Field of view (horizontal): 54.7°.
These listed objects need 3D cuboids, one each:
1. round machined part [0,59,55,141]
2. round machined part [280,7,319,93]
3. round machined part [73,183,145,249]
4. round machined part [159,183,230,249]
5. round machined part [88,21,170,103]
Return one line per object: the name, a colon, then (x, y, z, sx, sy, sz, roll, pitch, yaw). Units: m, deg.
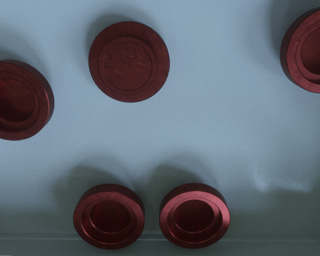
round machined part: (-0.181, -0.037, 0.387, 0.099, 0.042, 0.097, 0, 110, 0)
round machined part: (0.192, -0.093, 0.369, 0.099, 0.042, 0.097, 0, 110, 0)
round machined part: (-0.070, 0.122, 0.446, 0.099, 0.042, 0.097, 0, 110, 0)
round machined part: (0.048, 0.121, 0.447, 0.099, 0.042, 0.097, 0, 110, 0)
round machined part: (-0.037, -0.077, 0.373, 0.099, 0.042, 0.097, 0, 110, 0)
